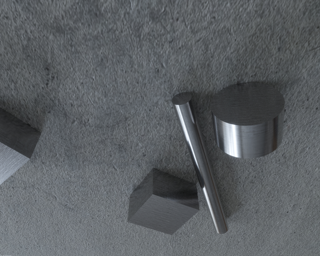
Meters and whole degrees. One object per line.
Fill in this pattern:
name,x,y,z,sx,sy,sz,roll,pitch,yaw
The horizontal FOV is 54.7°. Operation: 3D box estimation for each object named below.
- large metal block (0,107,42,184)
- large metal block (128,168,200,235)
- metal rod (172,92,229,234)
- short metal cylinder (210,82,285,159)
large metal block,-0.220,0.022,0.406,0.080,0.050,0.080,-36,122,26
large metal block,0.004,0.119,0.492,0.080,0.050,0.080,24,126,-19
metal rod,0.069,0.073,0.470,0.025,0.025,0.299,-13,129,10
short metal cylinder,0.102,-0.010,0.364,0.080,0.080,0.050,-9,130,7
